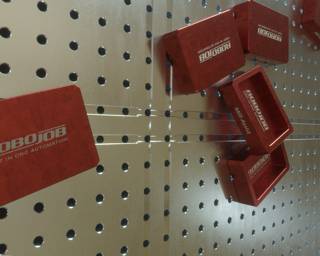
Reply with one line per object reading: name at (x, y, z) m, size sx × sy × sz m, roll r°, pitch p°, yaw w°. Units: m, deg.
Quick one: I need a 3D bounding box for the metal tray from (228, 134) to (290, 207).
metal tray at (0.181, 0.067, 0.555) m, size 0.131 × 0.030 × 0.090 m, roll -33°, pitch 111°, yaw -35°

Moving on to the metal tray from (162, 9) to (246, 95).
metal tray at (0.071, -0.115, 0.464) m, size 0.131 × 0.030 × 0.090 m, roll -33°, pitch 110°, yaw -35°

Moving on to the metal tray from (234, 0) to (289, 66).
metal tray at (0.186, -0.168, 0.559) m, size 0.131 × 0.030 × 0.090 m, roll 1°, pitch 90°, yaw -40°

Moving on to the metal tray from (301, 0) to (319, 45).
metal tray at (0.377, -0.251, 0.719) m, size 0.131 × 0.030 × 0.090 m, roll 21°, pitch 77°, yaw -38°

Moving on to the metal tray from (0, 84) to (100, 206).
metal tray at (-0.131, 0.015, 0.296) m, size 0.131 × 0.030 × 0.090 m, roll -21°, pitch 104°, yaw -38°

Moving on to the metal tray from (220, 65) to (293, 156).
metal tray at (0.164, -0.030, 0.520) m, size 0.091 × 0.030 × 0.130 m, roll -31°, pitch 95°, yaw -35°
